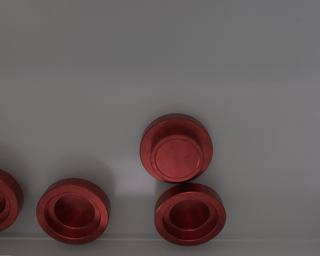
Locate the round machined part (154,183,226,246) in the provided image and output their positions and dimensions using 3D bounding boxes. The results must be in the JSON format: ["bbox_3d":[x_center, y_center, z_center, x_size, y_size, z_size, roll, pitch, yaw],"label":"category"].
[{"bbox_3d":[0.041,0.117,0.442,0.099,0.042,0.097,-1,116,-2],"label":"round machined part"}]

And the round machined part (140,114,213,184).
[{"bbox_3d":[0.022,0.033,0.414,0.099,0.042,0.097,0,110,0],"label":"round machined part"}]

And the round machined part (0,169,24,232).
[{"bbox_3d":[-0.241,0.095,0.434,0.099,0.042,0.097,-1,110,-3],"label":"round machined part"}]

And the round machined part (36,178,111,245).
[{"bbox_3d":[-0.120,0.113,0.443,0.099,0.042,0.097,0,110,0],"label":"round machined part"}]
